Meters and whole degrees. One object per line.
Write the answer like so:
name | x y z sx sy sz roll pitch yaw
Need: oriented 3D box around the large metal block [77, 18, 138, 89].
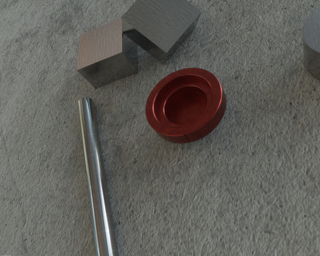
large metal block | -0.084 -0.121 0.504 0.080 0.050 0.080 -17 55 18

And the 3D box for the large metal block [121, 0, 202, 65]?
large metal block | 0.001 -0.155 0.457 0.080 0.050 0.080 38 82 2

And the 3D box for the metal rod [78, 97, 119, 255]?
metal rod | -0.080 0.076 0.397 0.025 0.025 0.299 -26 53 12

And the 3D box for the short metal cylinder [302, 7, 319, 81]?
short metal cylinder | 0.202 -0.095 0.340 0.080 0.050 0.080 -13 56 20

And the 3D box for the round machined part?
round machined part | 0.035 -0.024 0.388 0.098 0.042 0.098 -13 56 20
